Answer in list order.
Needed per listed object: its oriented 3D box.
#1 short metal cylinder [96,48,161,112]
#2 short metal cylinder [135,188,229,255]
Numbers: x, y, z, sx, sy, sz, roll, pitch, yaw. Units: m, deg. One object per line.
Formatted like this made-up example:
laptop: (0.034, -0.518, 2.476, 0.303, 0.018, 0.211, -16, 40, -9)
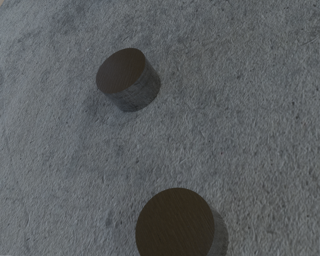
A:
short metal cylinder: (-0.046, -0.070, 0.455, 0.080, 0.050, 0.080, -13, 56, 21)
short metal cylinder: (0.023, 0.106, 0.311, 0.080, 0.050, 0.080, -13, 56, 21)
